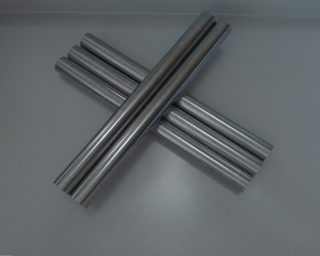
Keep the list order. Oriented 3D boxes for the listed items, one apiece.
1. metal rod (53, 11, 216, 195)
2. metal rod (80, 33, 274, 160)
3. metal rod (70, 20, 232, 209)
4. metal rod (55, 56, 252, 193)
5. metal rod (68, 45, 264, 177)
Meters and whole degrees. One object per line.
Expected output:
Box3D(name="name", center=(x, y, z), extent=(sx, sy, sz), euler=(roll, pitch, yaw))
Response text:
Box3D(name="metal rod", center=(-0.022, -0.042, 0.397), extent=(0.025, 0.025, 0.300), euler=(36, 74, 12))
Box3D(name="metal rod", center=(0.015, -0.048, 0.425), extent=(0.300, 0.025, 0.025), euler=(33, 73, 11))
Box3D(name="metal rod", center=(-0.001, -0.029, 0.392), extent=(0.025, 0.025, 0.300), euler=(36, 74, 12))
Box3D(name="metal rod", center=(-0.017, -0.010, 0.412), extent=(0.301, 0.025, 0.025), euler=(33, 73, 11))
Box3D(name="metal rod", center=(-0.001, -0.028, 0.418), extent=(0.301, 0.025, 0.025), euler=(33, 73, 11))
